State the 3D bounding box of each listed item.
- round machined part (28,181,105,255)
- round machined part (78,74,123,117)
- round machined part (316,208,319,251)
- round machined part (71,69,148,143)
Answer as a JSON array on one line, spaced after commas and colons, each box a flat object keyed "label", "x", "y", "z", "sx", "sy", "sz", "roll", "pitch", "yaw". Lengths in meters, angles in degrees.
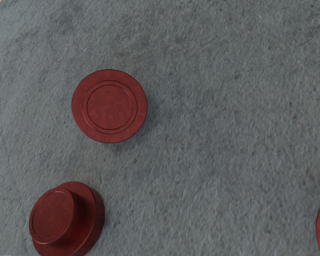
[{"label": "round machined part", "x": -0.122, "y": 0.113, "z": 0.386, "sx": 0.098, "sy": 0.042, "sz": 0.098, "roll": -13, "pitch": 56, "yaw": 20}, {"label": "round machined part", "x": -0.085, "y": -0.042, "z": 0.461, "sx": 0.098, "sy": 0.042, "sz": 0.098, "roll": -13, "pitch": 56, "yaw": 20}, {"label": "round machined part", "x": 0.178, "y": 0.090, "z": 0.244, "sx": 0.098, "sy": 0.042, "sz": 0.098, "roll": -13, "pitch": 56, "yaw": 20}, {"label": "round machined part", "x": -0.065, "y": -0.028, "z": 0.405, "sx": 0.098, "sy": 0.098, "sz": 0.042, "roll": -44, "pitch": 11, "yaw": -3}]
